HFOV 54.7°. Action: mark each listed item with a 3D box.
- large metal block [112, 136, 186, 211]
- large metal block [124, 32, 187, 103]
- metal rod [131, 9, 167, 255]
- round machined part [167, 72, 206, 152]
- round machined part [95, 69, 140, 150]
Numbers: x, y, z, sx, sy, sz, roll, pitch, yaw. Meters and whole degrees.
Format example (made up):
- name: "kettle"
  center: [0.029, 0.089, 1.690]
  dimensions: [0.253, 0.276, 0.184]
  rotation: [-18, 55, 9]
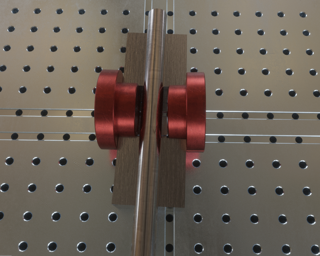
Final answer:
- name: "large metal block"
  center: [-0.011, 0.057, 0.377]
  dimensions: [0.080, 0.050, 0.080]
  rotation: [3, 70, 1]
- name: "large metal block"
  center: [-0.005, -0.082, 0.428]
  dimensions: [0.080, 0.050, 0.080]
  rotation: [2, 70, 0]
- name: "metal rod"
  center: [-0.010, -0.010, 0.362]
  dimensions: [0.025, 0.025, 0.299]
  rotation: [3, 70, 1]
- name: "round machined part"
  center: [0.032, -0.019, 0.380]
  dimensions: [0.042, 0.098, 0.098]
  rotation: [0, 70, 5]
- name: "round machined part"
  center: [-0.048, -0.022, 0.380]
  dimensions: [0.042, 0.098, 0.098]
  rotation: [2, 70, 1]
